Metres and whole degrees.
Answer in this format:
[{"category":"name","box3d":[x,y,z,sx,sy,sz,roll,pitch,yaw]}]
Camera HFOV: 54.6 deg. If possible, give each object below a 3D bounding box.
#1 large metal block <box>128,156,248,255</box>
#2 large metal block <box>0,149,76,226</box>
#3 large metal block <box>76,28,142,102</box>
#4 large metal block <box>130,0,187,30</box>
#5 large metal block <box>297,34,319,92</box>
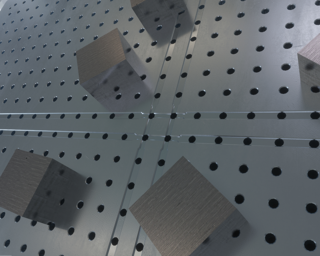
[{"category":"large metal block","box3d":[0.029,0.090,0.322,0.080,0.050,0.080,-44,51,-2]},{"category":"large metal block","box3d":[-0.180,0.082,0.438,0.080,0.050,0.080,9,66,32]},{"category":"large metal block","box3d":[-0.084,-0.101,0.500,0.080,0.050,0.080,-26,52,12]},{"category":"large metal block","box3d":[-0.006,-0.231,0.539,0.080,0.050,0.080,-22,53,15]},{"category":"large metal block","box3d":[0.209,-0.073,0.327,0.080,0.050,0.080,-42,51,-1]}]
